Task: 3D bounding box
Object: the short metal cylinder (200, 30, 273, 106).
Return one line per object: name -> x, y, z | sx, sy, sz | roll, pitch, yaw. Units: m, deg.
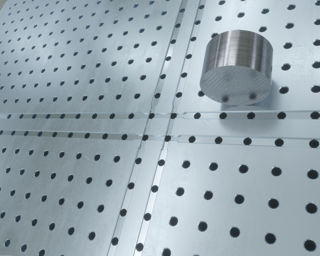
short metal cylinder -> 0.091, -0.069, 0.368 | 0.080, 0.080, 0.050 | -1, 61, 27
